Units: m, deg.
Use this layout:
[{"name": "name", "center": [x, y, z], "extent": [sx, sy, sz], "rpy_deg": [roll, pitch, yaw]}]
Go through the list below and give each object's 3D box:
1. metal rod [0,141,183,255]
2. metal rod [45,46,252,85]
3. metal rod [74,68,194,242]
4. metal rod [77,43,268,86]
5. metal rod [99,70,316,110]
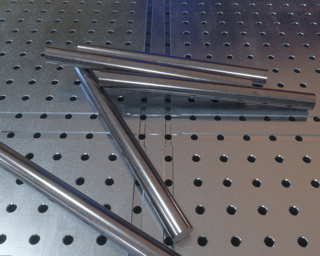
[{"name": "metal rod", "center": [-0.106, 0.075, 0.343], "extent": [0.301, 0.025, 0.025], "rpy_deg": [26, 55, 20]}, {"name": "metal rod", "center": [-0.016, -0.085, 0.458], "extent": [0.302, 0.025, 0.025], "rpy_deg": [9, 50, -1]}, {"name": "metal rod", "center": [-0.049, 0.008, 0.399], "extent": [0.025, 0.025, 0.300], "rpy_deg": [-23, 54, -18]}, {"name": "metal rod", "center": [0.015, -0.103, 0.494], "extent": [0.302, 0.025, 0.025], "rpy_deg": [10, 51, 8]}, {"name": "metal rod", "center": [0.066, -0.054, 0.439], "extent": [0.302, 0.025, 0.025], "rpy_deg": [6, 50, -1]}]
